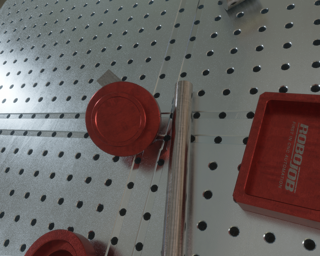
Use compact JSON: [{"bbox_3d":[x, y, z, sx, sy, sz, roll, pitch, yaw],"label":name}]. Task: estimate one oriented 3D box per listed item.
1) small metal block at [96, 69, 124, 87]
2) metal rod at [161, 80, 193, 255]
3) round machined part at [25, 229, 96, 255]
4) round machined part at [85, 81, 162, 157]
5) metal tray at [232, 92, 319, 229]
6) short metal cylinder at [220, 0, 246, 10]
[{"bbox_3d":[-0.059,-0.053,0.456,0.025,0.050,0.050,-45,51,-3],"label":"small metal block"},{"bbox_3d":[0.020,0.072,0.353,0.025,0.025,0.299,-8,58,24],"label":"metal rod"},{"bbox_3d":[-0.111,0.170,0.352,0.098,0.042,0.098,-13,56,21],"label":"round machined part"},{"bbox_3d":[-0.049,-0.011,0.398,0.099,0.042,0.097,0,92,6],"label":"round machined part"},{"bbox_3d":[0.136,0.027,0.316,0.090,0.030,0.130,8,65,31],"label":"metal tray"},{"bbox_3d":[0.105,-0.223,0.455,0.050,0.080,0.080,-27,52,11],"label":"short metal cylinder"}]
